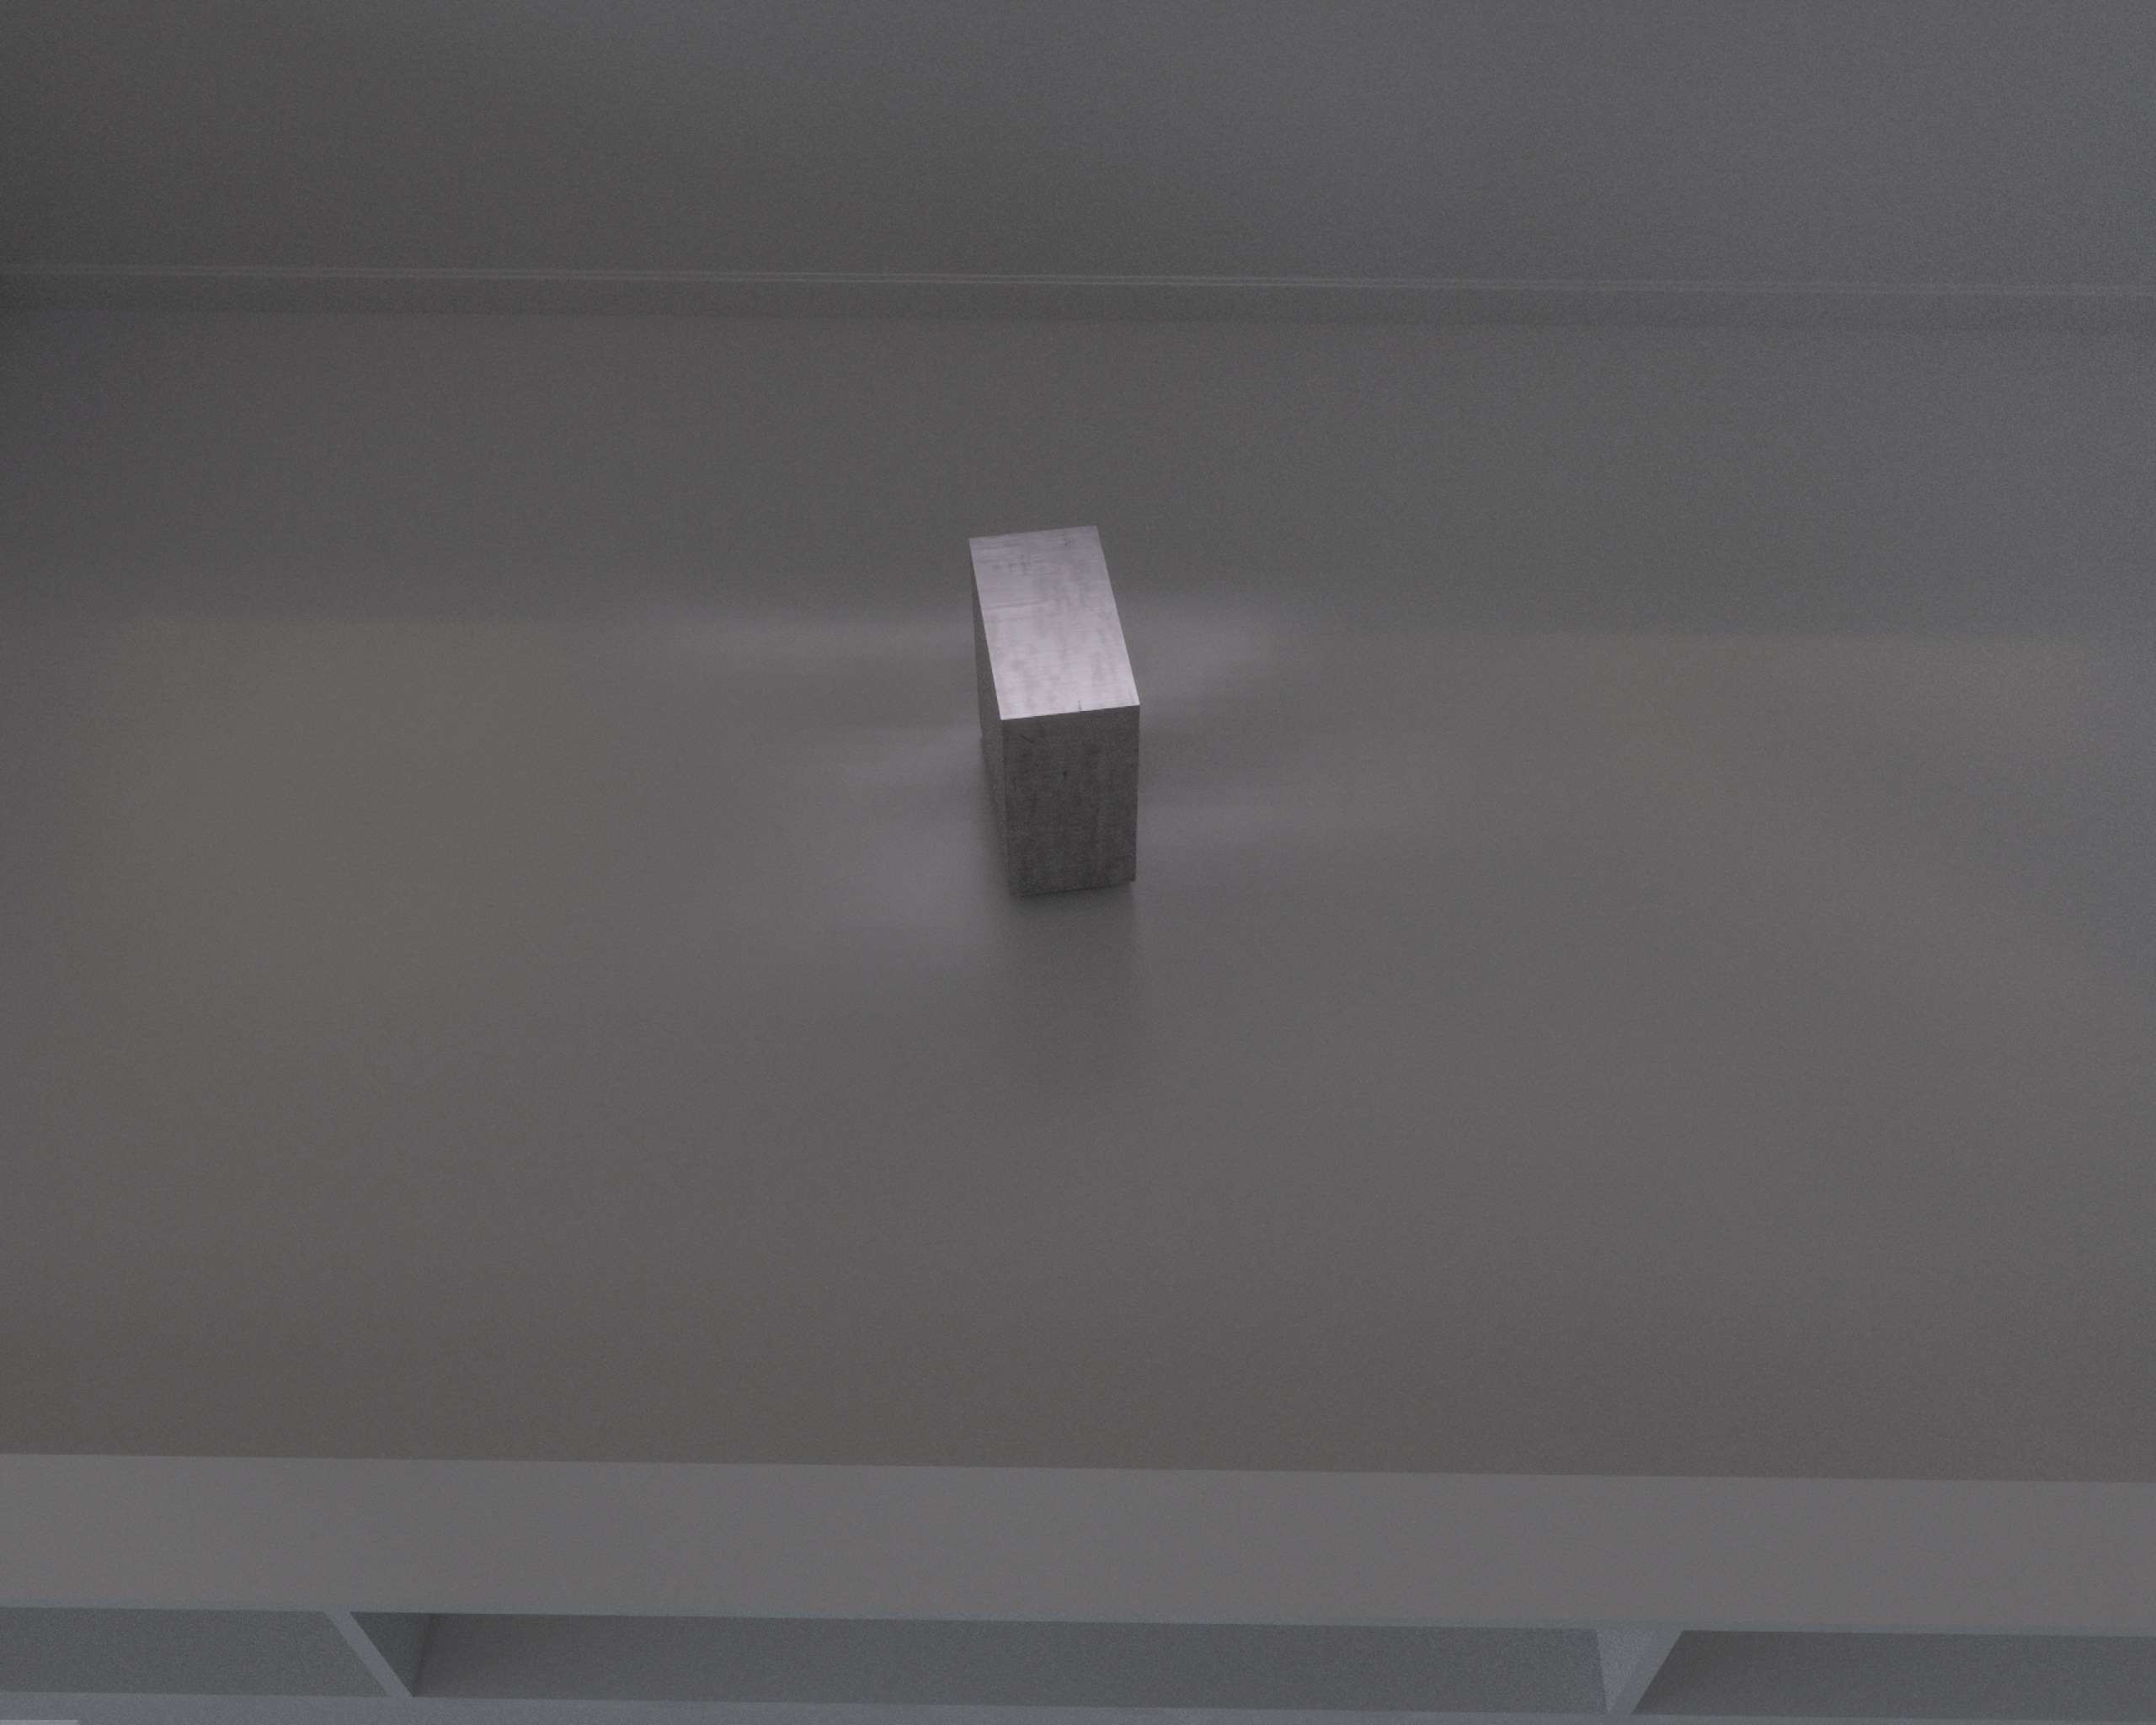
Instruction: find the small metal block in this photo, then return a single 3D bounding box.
[{"bbox_3d":[-0.005,-0.030,0.409,0.025,0.050,0.050,-7,50,-5],"label":"small metal block"}]
